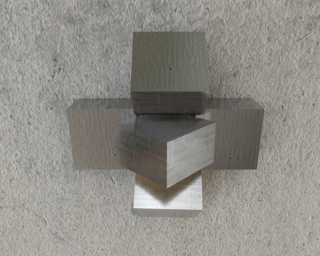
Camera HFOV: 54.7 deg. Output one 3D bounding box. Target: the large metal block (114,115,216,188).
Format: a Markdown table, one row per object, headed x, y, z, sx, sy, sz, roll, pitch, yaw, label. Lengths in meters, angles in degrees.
| x | y | z | sx | sy | sz | roll | pitch | yaw | label |
| --- | --- | --- | --- | --- | --- | --- | --- | --- | --- |
| 0.006 | 0.017 | 0.353 | 0.080 | 0.081 | 0.050 | 18 | 117 | 41 | large metal block |

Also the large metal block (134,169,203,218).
| x | y | z | sx | sy | sz | roll | pitch | yaw | label |
| --- | --- | --- | --- | --- | --- | --- | --- | --- | --- |
| 0.010 | 0.087 | 0.407 | 0.081 | 0.080 | 0.050 | 1 | 67 | 0 | large metal block |

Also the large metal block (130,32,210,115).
| x | y | z | sx | sy | sz | roll | pitch | yaw | label |
| --- | --- | --- | --- | --- | --- | --- | --- | --- | --- |
| 0.010 | -0.062 | 0.353 | 0.081 | 0.080 | 0.050 | 0 | 154 | 0 | large metal block |

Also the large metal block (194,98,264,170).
| x | y | z | sx | sy | sz | roll | pitch | yaw | label |
| --- | --- | --- | --- | --- | --- | --- | --- | --- | --- |
| 0.081 | 0.006 | 0.398 | 0.081 | 0.050 | 0.079 | 0 | 110 | -1 | large metal block |

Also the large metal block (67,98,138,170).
| x | y | z | sx | sy | sz | roll | pitch | yaw | label |
| --- | --- | --- | --- | --- | --- | --- | --- | --- | --- |
| -0.068 | 0.006 | 0.399 | 0.081 | 0.050 | 0.079 | -1 | 110 | -1 | large metal block |
